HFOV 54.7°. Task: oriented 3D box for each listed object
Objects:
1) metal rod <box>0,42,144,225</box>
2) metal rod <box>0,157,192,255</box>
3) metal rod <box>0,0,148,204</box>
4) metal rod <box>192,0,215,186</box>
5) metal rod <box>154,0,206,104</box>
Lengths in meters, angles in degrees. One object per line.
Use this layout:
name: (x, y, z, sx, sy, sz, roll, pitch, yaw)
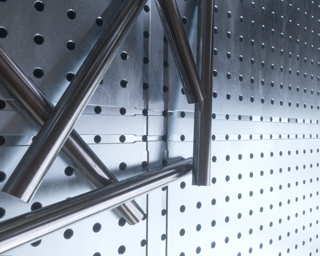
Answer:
metal rod: (-0.107, 0.000, 0.320, 0.025, 0.025, 0.299, -50, 120, -29)
metal rod: (-0.045, 0.071, 0.336, 0.302, 0.025, 0.025, -10, 97, -51)
metal rod: (-0.069, -0.064, 0.328, 0.025, 0.025, 0.300, 42, 57, -32)
metal rod: (0.063, -0.069, 0.444, 0.025, 0.025, 0.298, 12, 77, -40)
metal rod: (0.001, -0.173, 0.376, 0.025, 0.025, 0.298, -31, 108, -36)
